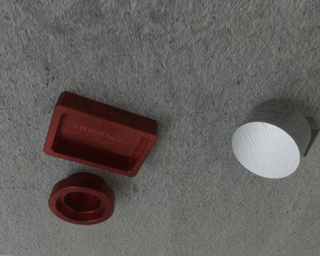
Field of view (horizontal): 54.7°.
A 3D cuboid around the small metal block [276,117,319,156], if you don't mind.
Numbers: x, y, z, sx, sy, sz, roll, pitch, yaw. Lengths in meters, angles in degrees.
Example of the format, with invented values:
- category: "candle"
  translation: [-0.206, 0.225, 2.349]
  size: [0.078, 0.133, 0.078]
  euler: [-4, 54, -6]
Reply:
- category: "small metal block"
  translation: [0.178, 0.011, 0.420]
  size: [0.050, 0.025, 0.050]
  euler: [3, 130, -3]

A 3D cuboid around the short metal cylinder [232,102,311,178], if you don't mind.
- category: "short metal cylinder"
  translation: [0.137, 0.015, 0.382]
  size: [0.080, 0.050, 0.079]
  euler: [22, 133, 26]

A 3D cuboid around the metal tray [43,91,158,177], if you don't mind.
- category: "metal tray"
  translation: [-0.079, 0.013, 0.413]
  size: [0.131, 0.030, 0.089]
  euler: [18, 128, -15]

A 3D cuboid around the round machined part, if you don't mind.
- category: "round machined part"
  translation: [-0.119, 0.107, 0.485]
  size: [0.099, 0.042, 0.097]
  euler: [-1, 130, 0]
